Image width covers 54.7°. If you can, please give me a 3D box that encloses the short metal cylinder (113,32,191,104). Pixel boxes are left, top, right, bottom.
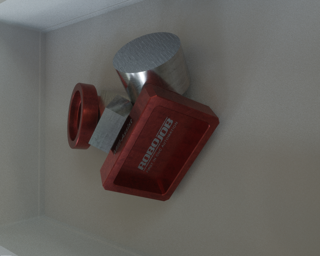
[{"bbox_3d":[-0.008,-0.070,0.366,0.080,0.080,0.050,21,147,38],"label":"short metal cylinder"}]

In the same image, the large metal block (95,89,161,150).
[{"bbox_3d":[-0.041,-0.004,0.420,0.080,0.050,0.079,19,102,38],"label":"large metal block"}]

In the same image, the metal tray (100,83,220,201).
[{"bbox_3d":[-0.003,0.023,0.361,0.129,0.091,0.030,-60,29,22],"label":"metal tray"}]

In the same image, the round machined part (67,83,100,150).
[{"bbox_3d":[-0.107,-0.016,0.464,0.098,0.042,0.098,-19,68,60],"label":"round machined part"}]

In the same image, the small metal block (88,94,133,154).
[{"bbox_3d":[-0.055,-0.006,0.365,0.025,0.050,0.050,28,113,-4],"label":"small metal block"}]
